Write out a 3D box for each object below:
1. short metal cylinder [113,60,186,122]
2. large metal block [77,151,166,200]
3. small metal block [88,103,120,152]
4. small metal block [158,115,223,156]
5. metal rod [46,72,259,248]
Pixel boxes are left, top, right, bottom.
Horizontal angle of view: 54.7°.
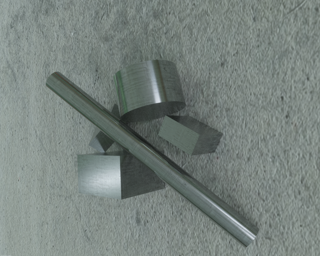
[{"bbox_3d":[-0.013,-0.043,0.378,0.080,0.081,0.050,-21,77,38],"label":"short metal cylinder"},{"bbox_3d":[-0.050,0.058,0.408,0.080,0.081,0.050,-3,89,39],"label":"large metal block"},{"bbox_3d":[-0.073,0.001,0.445,0.050,0.025,0.050,-45,20,30],"label":"small metal block"},{"bbox_3d":[0.036,0.007,0.358,0.050,0.050,0.025,32,110,35],"label":"small metal block"},{"bbox_3d":[-0.019,0.027,0.361,0.300,0.025,0.025,37,114,13],"label":"metal rod"}]
